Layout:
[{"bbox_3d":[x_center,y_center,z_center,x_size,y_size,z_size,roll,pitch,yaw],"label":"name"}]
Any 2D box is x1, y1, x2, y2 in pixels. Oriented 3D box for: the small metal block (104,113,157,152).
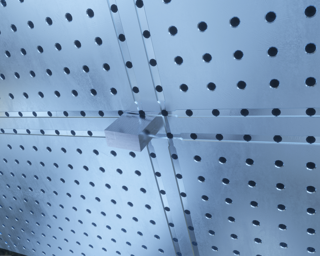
[{"bbox_3d":[-0.038,0.005,0.417,0.050,0.050,0.025,8,122,24],"label":"small metal block"}]
